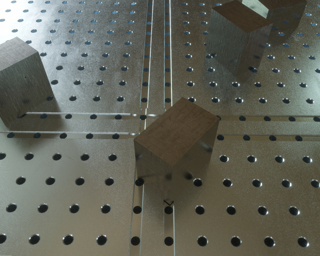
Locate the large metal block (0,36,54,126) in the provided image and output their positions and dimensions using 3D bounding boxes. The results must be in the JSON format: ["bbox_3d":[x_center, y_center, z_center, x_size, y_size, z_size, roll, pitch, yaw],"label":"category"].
[{"bbox_3d":[-0.204,-0.064,0.423,0.050,0.080,0.080,35,58,25],"label":"large metal block"}]

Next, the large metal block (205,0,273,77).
[{"bbox_3d":[0.122,-0.143,0.494,0.050,0.080,0.080,-26,55,-20],"label":"large metal block"}]

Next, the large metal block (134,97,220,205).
[{"bbox_3d":[0.019,0.026,0.350,0.050,0.080,0.080,33,57,24],"label":"large metal block"}]

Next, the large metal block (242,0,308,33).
[{"bbox_3d":[0.211,-0.227,0.585,0.081,0.050,0.080,-15,52,-13],"label":"large metal block"}]
